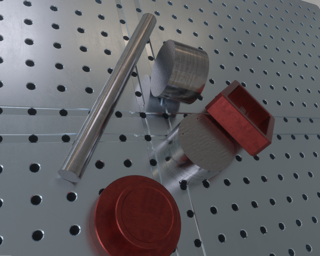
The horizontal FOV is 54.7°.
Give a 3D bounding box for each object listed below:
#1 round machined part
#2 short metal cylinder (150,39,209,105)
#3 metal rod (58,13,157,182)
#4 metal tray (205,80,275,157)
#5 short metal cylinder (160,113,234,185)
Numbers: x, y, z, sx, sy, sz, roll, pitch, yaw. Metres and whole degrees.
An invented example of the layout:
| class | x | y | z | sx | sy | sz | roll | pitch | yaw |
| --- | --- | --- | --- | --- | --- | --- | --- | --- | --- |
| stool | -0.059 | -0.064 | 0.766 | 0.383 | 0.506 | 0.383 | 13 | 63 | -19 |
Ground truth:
| class | x | y | z | sx | sy | sz | roll | pitch | yaw |
| --- | --- | --- | --- | --- | --- | --- | --- | --- | --- |
| round machined part | -0.020 | 0.096 | 0.328 | 0.099 | 0.042 | 0.098 | 14 | 56 | -21 |
| short metal cylinder | 0.026 | -0.077 | 0.433 | 0.050 | 0.080 | 0.080 | 12 | 57 | -22 |
| metal rod | -0.056 | -0.063 | 0.415 | 0.025 | 0.025 | 0.300 | 28 | 52 | -11 |
| metal tray | 0.121 | -0.020 | 0.449 | 0.090 | 0.030 | 0.131 | 46 | 27 | 4 |
| short metal cylinder | 0.048 | 0.028 | 0.401 | 0.081 | 0.050 | 0.080 | 14 | 56 | -21 |
